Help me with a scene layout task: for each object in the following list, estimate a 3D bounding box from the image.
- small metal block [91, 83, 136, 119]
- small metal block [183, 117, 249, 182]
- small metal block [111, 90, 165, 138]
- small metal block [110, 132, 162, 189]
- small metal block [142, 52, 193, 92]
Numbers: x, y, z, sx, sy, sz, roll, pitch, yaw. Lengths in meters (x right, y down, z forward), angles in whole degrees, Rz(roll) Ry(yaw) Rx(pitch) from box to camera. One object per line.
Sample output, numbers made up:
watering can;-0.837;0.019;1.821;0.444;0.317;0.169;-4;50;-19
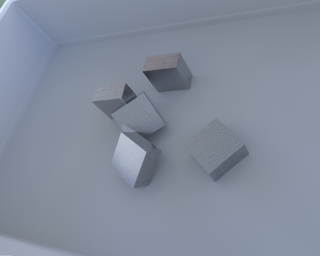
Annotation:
small metal block;-0.060;-0.037;0.445;0.050;0.050;0.025;-3;61;27
small metal block;0.064;0.024;0.357;0.050;0.025;0.050;-40;51;1
small metal block;-0.028;-0.014;0.410;0.050;0.050;0.025;-33;14;7
small metal block;-0.031;0.039;0.384;0.050;0.025;0.050;34;112;38
small metal block;0.011;-0.076;0.430;0.050;0.050;0.025;-1;61;27
